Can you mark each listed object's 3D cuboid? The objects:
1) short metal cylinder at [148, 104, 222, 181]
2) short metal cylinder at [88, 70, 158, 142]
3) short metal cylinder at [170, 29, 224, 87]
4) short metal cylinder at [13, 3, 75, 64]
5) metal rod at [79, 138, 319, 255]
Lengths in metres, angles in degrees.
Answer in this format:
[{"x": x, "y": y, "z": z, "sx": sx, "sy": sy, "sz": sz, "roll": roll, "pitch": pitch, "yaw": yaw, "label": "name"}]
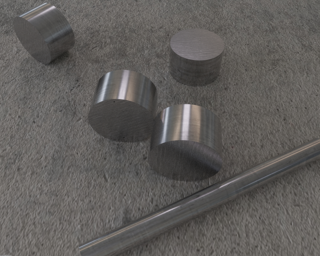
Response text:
[{"x": 0.030, "y": 0.019, "z": 0.352, "sx": 0.080, "sy": 0.080, "sz": 0.050, "roll": 5, "pitch": 50, "yaw": 4, "label": "short metal cylinder"}, {"x": -0.045, "y": -0.026, "z": 0.389, "sx": 0.080, "sy": 0.080, "sz": 0.050, "roll": 2, "pitch": 50, "yaw": 2, "label": "short metal cylinder"}, {"x": 0.055, "y": -0.110, "z": 0.479, "sx": 0.081, "sy": 0.050, "sz": 0.080, "roll": 0, "pitch": 50, "yaw": 0, "label": "short metal cylinder"}, {"x": -0.183, "y": -0.149, "z": 0.491, "sx": 0.080, "sy": 0.080, "sz": 0.050, "roll": 29, "pitch": 56, "yaw": 22, "label": "short metal cylinder"}, {"x": 0.062, "y": 0.074, "z": 0.340, "sx": 0.302, "sy": 0.025, "sz": 0.025, "roll": -20, "pitch": 53, "yaw": -17, "label": "metal rod"}]
